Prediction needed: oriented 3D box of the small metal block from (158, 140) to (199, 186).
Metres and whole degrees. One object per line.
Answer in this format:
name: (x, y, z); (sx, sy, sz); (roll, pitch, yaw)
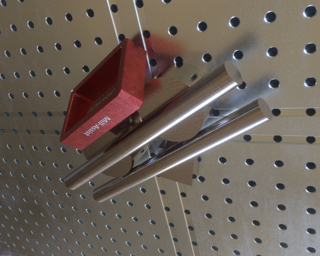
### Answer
small metal block: (0.025, 0.046, 0.424); (0.050, 0.025, 0.050); (14, 124, 20)

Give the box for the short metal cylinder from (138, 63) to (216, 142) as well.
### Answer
short metal cylinder: (0.021, -0.031, 0.365); (0.080, 0.050, 0.079); (13, 124, 20)

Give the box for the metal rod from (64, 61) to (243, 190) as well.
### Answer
metal rod: (-0.032, 0.015, 0.370); (0.299, 0.025, 0.025); (-33, 100, 38)

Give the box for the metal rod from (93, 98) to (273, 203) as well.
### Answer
metal rod: (0.005, 0.043, 0.400); (0.299, 0.025, 0.025); (-32, 101, 38)

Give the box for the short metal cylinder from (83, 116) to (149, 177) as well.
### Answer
short metal cylinder: (-0.063, 0.023, 0.441); (0.080, 0.050, 0.079); (13, 124, 20)

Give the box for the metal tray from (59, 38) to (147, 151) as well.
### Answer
metal tray: (-0.071, -0.038, 0.379); (0.030, 0.090, 0.130); (29, 136, -32)
